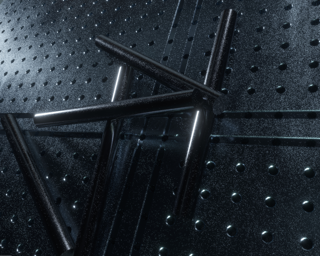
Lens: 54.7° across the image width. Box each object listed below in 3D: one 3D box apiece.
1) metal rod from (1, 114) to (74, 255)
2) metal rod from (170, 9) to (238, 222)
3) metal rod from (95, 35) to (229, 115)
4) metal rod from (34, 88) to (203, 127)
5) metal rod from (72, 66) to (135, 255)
[{"bbox_3d":[-0.191,0.069,0.463,0.025,0.025,0.300,-43,51,-2],"label":"metal rod"},{"bbox_3d":[0.063,-0.034,0.395,0.025,0.025,0.300,3,63,29],"label":"metal rod"},{"bbox_3d":[-0.018,-0.091,0.453,0.025,0.025,0.300,-48,46,-6],"label":"metal rod"},{"bbox_3d":[-0.079,-0.022,0.428,0.300,0.025,0.025,-4,59,36],"label":"metal rod"},{"bbox_3d":[-0.072,0.041,0.419,0.025,0.025,0.299,-5,59,25],"label":"metal rod"}]
